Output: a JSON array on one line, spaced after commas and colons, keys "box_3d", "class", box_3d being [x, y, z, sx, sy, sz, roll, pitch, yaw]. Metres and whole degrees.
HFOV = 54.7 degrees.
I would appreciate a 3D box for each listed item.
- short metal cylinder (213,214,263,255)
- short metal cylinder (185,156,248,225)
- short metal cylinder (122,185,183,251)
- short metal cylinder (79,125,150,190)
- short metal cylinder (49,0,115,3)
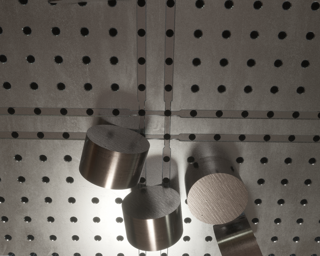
[{"box_3d": [0.116, 0.172, 0.449, 0.050, 0.080, 0.080, -23, 109, 8], "class": "short metal cylinder"}, {"box_3d": [0.076, 0.086, 0.433, 0.081, 0.050, 0.079, 0, 110, -1], "class": "short metal cylinder"}, {"box_3d": [-0.010, 0.122, 0.429, 0.080, 0.080, 0.050, -5, 110, 1], "class": "short metal cylinder"}, {"box_3d": [-0.058, 0.035, 0.396, 0.081, 0.080, 0.050, 15, 109, -6], "class": "short metal cylinder"}, {"box_3d": [-0.078, -0.160, 0.324, 0.081, 0.080, 0.050, -4, 110, 1], "class": "short metal cylinder"}]
